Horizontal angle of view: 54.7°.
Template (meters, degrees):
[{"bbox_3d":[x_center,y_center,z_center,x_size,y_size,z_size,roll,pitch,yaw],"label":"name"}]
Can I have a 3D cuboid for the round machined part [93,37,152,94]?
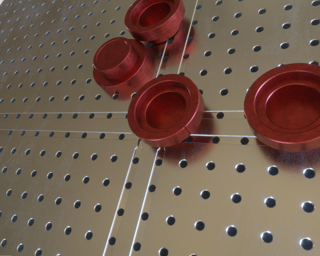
[{"bbox_3d":[-0.067,-0.106,0.496,0.098,0.042,0.098,-13,56,20],"label":"round machined part"}]

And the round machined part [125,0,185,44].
[{"bbox_3d":[-0.005,-0.177,0.506,0.098,0.042,0.098,-13,55,19],"label":"round machined part"}]

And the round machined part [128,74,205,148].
[{"bbox_3d":[0.011,-0.018,0.402,0.098,0.042,0.098,-13,56,20],"label":"round machined part"}]

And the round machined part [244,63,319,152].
[{"bbox_3d":[0.144,-0.018,0.333,0.098,0.042,0.098,-13,56,20],"label":"round machined part"}]
